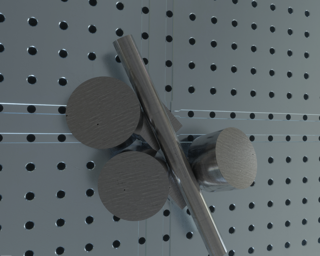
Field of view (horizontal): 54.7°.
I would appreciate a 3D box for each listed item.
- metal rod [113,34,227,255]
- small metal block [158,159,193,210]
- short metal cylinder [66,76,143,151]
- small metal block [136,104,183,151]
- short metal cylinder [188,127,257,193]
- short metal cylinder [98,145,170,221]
[{"bbox_3d":[0.016,0.029,0.388,0.025,0.025,0.299,-27,99,-18],"label":"metal rod"},{"bbox_3d":[0.028,0.073,0.419,0.050,0.025,0.050,-42,104,-15],"label":"small metal block"},{"bbox_3d":[-0.061,-0.014,0.358,0.081,0.050,0.080,0,82,1],"label":"short metal cylinder"},{"bbox_3d":[-0.008,-0.004,0.406,0.050,0.025,0.050,-45,104,-14],"label":"small metal block"},{"bbox_3d":[0.084,0.044,0.413,0.081,0.050,0.080,13,67,-35],"label":"short metal cylinder"},{"bbox_3d":[-0.029,0.063,0.371,0.080,0.050,0.079,0,94,2],"label":"short metal cylinder"}]
